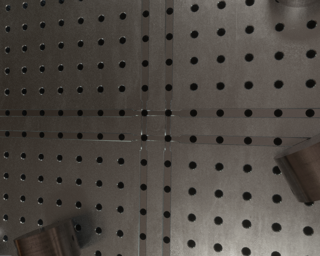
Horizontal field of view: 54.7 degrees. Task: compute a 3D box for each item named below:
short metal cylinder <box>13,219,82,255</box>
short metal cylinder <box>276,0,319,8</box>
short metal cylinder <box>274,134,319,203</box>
[{"bbox_3d":[-0.157,0.167,0.437,0.080,0.080,0.050,-20,84,18],"label":"short metal cylinder"},{"bbox_3d":[0.160,-0.183,0.343,0.080,0.050,0.079,0,90,19],"label":"short metal cylinder"},{"bbox_3d":[0.169,0.037,0.324,0.080,0.080,0.050,-29,81,17],"label":"short metal cylinder"}]
